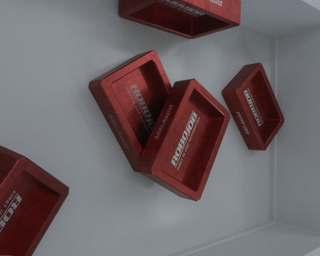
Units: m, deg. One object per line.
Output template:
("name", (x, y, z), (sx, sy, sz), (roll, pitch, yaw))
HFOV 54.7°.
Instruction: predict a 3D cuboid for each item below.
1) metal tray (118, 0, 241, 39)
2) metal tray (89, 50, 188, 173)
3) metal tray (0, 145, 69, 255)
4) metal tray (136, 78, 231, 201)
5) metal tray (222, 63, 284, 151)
("metal tray", (0.026, -0.148, 0.385), (0.131, 0.090, 0.030), (3, 89, -40))
("metal tray", (-0.019, -0.019, 0.387), (0.091, 0.030, 0.129), (-39, 114, -33))
("metal tray", (-0.138, 0.090, 0.257), (0.130, 0.030, 0.090), (-63, 158, -22))
("metal tray", (0.035, 0.015, 0.392), (0.090, 0.030, 0.130), (37, 67, -34))
("metal tray", (0.166, -0.036, 0.542), (0.090, 0.030, 0.130), (-46, 118, -30))
